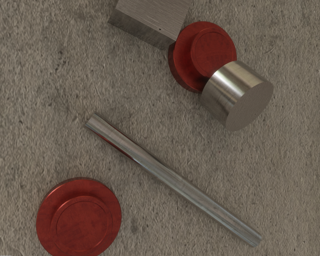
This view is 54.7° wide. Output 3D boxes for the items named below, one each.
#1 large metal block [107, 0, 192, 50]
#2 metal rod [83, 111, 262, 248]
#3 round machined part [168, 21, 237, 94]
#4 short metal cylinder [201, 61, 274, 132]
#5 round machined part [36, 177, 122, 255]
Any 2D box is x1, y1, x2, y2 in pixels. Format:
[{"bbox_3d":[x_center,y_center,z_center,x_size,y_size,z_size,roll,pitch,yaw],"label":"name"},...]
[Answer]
[{"bbox_3d":[-0.010,-0.158,0.392,0.080,0.050,0.080,23,82,-19],"label":"large metal block"},{"bbox_3d":[0.027,0.078,0.419,0.301,0.025,0.025,38,78,-16],"label":"metal rod"},{"bbox_3d":[0.064,-0.098,0.424,0.099,0.042,0.097,0,90,-20],"label":"round machined part"},{"bbox_3d":[0.102,-0.042,0.411,0.081,0.080,0.050,-27,55,-21],"label":"short metal cylinder"},{"bbox_3d":[-0.093,0.110,0.366,0.099,0.042,0.097,0,90,-20],"label":"round machined part"}]
